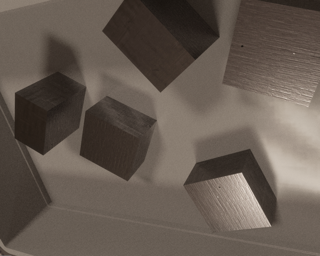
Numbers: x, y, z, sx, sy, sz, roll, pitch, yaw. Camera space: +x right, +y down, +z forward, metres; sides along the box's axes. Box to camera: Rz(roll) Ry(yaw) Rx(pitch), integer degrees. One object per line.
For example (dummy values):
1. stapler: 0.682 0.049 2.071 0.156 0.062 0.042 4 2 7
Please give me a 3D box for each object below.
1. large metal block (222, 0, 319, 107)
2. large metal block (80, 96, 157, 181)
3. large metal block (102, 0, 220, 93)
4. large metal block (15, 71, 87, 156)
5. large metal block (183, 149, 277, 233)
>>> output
1. large metal block: 0.111 -0.076 0.287 0.080 0.050 0.079 18 126 17
2. large metal block: -0.059 0.014 0.431 0.080 0.050 0.079 27 128 11
3. large metal block: 0.005 -0.094 0.311 0.080 0.080 0.050 46 129 -5
4. large metal block: -0.155 -0.022 0.439 0.050 0.080 0.079 29 128 9
5. large metal block: 0.090 0.082 0.395 0.080 0.050 0.080 -21 108 35
